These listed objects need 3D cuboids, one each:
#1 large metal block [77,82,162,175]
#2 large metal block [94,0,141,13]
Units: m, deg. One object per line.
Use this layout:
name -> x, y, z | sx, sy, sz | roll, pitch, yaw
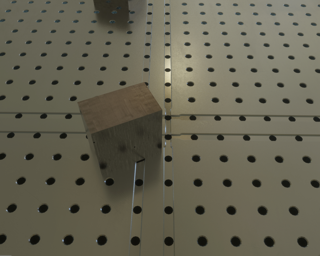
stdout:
large metal block -> -0.045, 0.001, 0.370 | 0.081, 0.080, 0.050 | -20, 53, -16
large metal block -> -0.082, -0.285, 0.630 | 0.080, 0.050, 0.080 | 19, 52, 14
